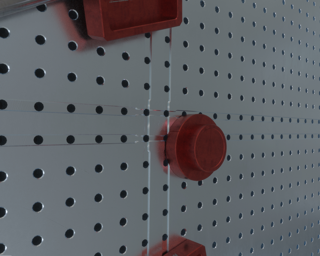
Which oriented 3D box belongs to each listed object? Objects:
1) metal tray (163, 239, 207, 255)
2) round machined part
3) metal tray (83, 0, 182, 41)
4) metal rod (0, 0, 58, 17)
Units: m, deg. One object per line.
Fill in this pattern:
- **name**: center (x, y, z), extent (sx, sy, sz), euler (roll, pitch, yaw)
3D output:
- **metal tray**: center (0.014, 0.223, 0.418), extent (0.131, 0.030, 0.089), euler (-18, 101, -39)
- **round machined part**: center (0.059, 0.028, 0.448), extent (0.099, 0.042, 0.097), euler (0, 90, -40)
- **metal tray**: center (-0.027, -0.158, 0.360), extent (0.131, 0.030, 0.089), euler (-27, 126, -40)
- **metal rod**: center (-0.073, -0.170, 0.347), extent (0.302, 0.025, 0.025), euler (-36, 112, -34)
